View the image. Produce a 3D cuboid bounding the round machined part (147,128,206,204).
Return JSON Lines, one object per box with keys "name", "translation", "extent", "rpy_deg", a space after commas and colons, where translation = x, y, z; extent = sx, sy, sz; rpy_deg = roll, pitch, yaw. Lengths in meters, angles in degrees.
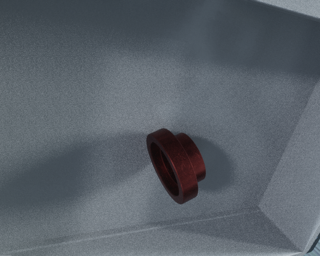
{"name": "round machined part", "translation": [0.023, 0.045, 0.401], "extent": [0.042, 0.098, 0.098], "rpy_deg": [-24, 127, -17]}
